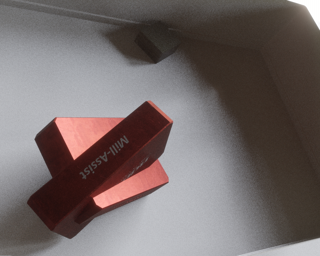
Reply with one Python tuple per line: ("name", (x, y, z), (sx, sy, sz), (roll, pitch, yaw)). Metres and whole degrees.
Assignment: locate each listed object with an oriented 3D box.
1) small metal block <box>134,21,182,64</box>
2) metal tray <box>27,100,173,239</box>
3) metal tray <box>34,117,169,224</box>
("small metal block", (-0.003, -0.136, 0.489), (0.050, 0.025, 0.050), (47, 51, 4))
("metal tray", (-0.048, 0.041, 0.288), (0.030, 0.090, 0.131), (43, 69, 13))
("metal tray", (-0.051, 0.034, 0.318), (0.090, 0.030, 0.131), (60, 25, 14))
